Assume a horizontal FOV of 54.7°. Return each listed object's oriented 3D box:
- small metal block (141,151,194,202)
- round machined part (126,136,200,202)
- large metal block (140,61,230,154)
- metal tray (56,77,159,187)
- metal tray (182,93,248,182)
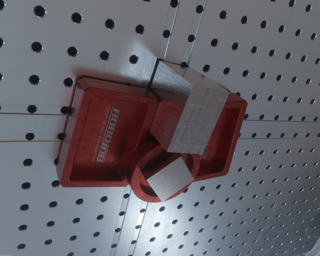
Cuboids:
[{"bbox_3d":[0.009,0.058,0.393,0.050,0.025,0.050,-34,129,-6],"label":"small metal block"},{"bbox_3d":[0.001,0.048,0.414,0.099,0.042,0.097,-14,124,-21],"label":"round machined part"},{"bbox_3d":[0.025,-0.025,0.369,0.050,0.080,0.079,6,115,-31],"label":"large metal block"},{"bbox_3d":[-0.065,0.011,0.374,0.091,0.030,0.129,6,115,-31],"label":"metal tray"},{"bbox_3d":[0.068,0.016,0.450,0.091,0.030,0.129,-6,121,-25],"label":"metal tray"}]
